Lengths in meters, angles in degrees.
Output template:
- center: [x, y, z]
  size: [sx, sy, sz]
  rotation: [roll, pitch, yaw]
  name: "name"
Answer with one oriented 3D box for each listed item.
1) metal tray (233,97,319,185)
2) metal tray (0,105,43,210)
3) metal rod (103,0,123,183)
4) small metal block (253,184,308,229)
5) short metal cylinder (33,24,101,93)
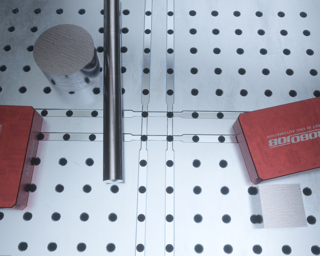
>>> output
- center: [0.173, 0.015, 0.405]
  size: [0.131, 0.030, 0.090]
  rotation: [-12, 71, -5]
  name: "metal tray"
- center: [-0.210, 0.035, 0.395]
  size: [0.091, 0.030, 0.130]
  rotation: [2, 70, 1]
  name: "metal tray"
- center: [-0.067, -0.073, 0.437]
  size: [0.025, 0.025, 0.299]
  rotation: [-3, 70, -1]
  name: "metal rod"
- center: [0.145, 0.096, 0.378]
  size: [0.050, 0.025, 0.050]
  rotation: [-2, 70, -1]
  name: "small metal block"
- center: [-0.127, -0.096, 0.433]
  size: [0.081, 0.050, 0.080]
  rotation: [0, 70, 0]
  name: "short metal cylinder"
